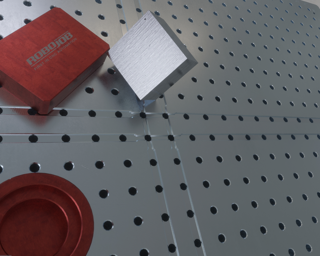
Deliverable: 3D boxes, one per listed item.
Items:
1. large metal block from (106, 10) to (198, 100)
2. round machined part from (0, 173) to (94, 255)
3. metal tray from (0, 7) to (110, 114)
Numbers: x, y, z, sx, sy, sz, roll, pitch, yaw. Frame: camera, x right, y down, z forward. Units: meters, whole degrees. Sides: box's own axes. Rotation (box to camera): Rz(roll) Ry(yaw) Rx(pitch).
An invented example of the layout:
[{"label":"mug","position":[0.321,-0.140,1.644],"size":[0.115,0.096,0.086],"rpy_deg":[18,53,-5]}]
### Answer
[{"label":"large metal block","position":[-0.010,-0.094,0.415],"size":[0.080,0.080,0.050],"rpy_deg":[54,21,9]},{"label":"round machined part","position":[-0.113,0.093,0.279],"size":[0.099,0.042,0.098],"rpy_deg":[14,56,-21]},{"label":"metal tray","position":[-0.135,-0.088,0.385],"size":[0.090,0.030,0.130],"rpy_deg":[37,51,-3]}]
